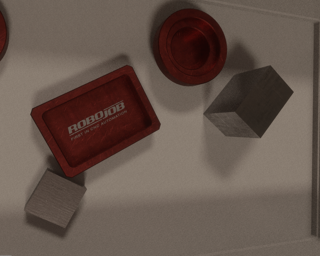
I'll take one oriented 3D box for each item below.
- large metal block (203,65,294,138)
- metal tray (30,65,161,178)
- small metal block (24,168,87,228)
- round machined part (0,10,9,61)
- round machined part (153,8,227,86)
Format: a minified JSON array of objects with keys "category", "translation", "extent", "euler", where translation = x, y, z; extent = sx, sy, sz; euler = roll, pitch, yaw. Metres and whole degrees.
[{"category":"large metal block","translation":[0.119,-0.034,0.427],"extent":[0.050,0.080,0.080],"euler":[43,76,-15]},{"category":"metal tray","translation":[-0.076,-0.010,0.380],"extent":[0.131,0.030,0.090],"euler":[-29,100,-18]},{"category":"small metal block","translation":[-0.123,0.082,0.366],"extent":[0.050,0.025,0.050],"euler":[31,80,-18]},{"category":"round machined part","translation":[-0.214,-0.104,0.322],"extent":[0.099,0.042,0.097],"euler":[0,90,-21]},{"category":"round machined part","translation":[0.037,-0.105,0.416],"extent":[0.099,0.042,0.097],"euler":[0,90,-21]}]
